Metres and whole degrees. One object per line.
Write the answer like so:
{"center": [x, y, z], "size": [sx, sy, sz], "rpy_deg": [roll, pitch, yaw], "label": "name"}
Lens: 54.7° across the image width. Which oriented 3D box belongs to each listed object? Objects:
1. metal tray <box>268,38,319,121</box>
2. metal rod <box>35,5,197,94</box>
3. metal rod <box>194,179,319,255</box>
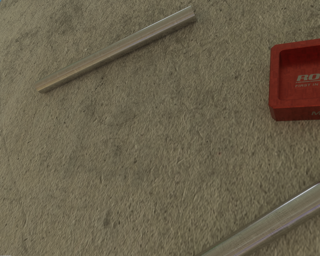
{"center": [0.189, -0.056, 0.335], "size": [0.130, 0.030, 0.090], "rpy_deg": [-2, 61, 26], "label": "metal tray"}
{"center": [-0.082, -0.127, 0.522], "size": [0.301, 0.025, 0.025], "rpy_deg": [-22, 54, 14], "label": "metal rod"}
{"center": [0.138, 0.070, 0.288], "size": [0.300, 0.025, 0.025], "rpy_deg": [-34, 52, 5], "label": "metal rod"}
